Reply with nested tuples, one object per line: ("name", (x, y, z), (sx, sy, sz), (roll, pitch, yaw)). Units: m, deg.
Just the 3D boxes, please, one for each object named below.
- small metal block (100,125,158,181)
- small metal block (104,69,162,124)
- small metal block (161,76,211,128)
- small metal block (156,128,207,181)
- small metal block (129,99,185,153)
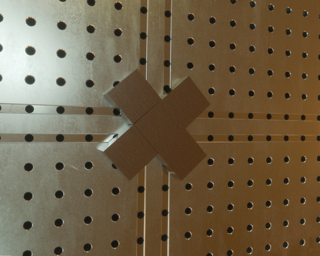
("small metal block", (-0.040, 0.031, 0.399), (0.050, 0.025, 0.050), (-43, 104, -15))
("small metal block", (-0.035, -0.040, 0.400), (0.050, 0.025, 0.050), (-43, 104, -15))
("small metal block", (0.032, -0.035, 0.425), (0.050, 0.025, 0.050), (-43, 104, -15))
("small metal block", (0.027, 0.035, 0.424), (0.050, 0.025, 0.050), (-43, 104, -15))
("small metal block", (-0.004, -0.002, 0.411), (0.050, 0.025, 0.050), (-43, 104, -15))
